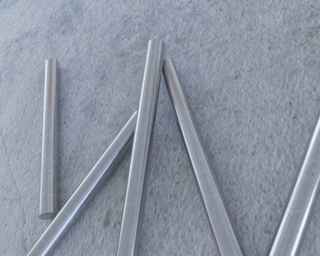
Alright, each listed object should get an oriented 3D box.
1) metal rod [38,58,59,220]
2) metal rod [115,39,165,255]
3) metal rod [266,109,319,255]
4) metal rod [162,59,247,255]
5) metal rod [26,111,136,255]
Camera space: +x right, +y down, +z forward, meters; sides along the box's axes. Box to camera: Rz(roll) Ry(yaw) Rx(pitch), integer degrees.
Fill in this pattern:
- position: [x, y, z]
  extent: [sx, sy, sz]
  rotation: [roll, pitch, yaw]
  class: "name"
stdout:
- position: [-0.174, -0.003, 0.494]
  extent: [0.025, 0.025, 0.299]
  rotation: [-23, 53, 14]
  class: "metal rod"
- position: [-0.021, 0.017, 0.386]
  extent: [0.025, 0.025, 0.299]
  rotation: [-5, 65, 25]
  class: "metal rod"
- position: [0.168, 0.004, 0.313]
  extent: [0.025, 0.025, 0.300]
  rotation: [17, 70, 34]
  class: "metal rod"
- position: [0.042, 0.025, 0.365]
  extent: [0.025, 0.025, 0.299]
  rotation: [-25, 53, 13]
  class: "metal rod"
- position: [-0.111, 0.103, 0.396]
  extent: [0.025, 0.025, 0.300]
  rotation: [28, 76, 37]
  class: "metal rod"
